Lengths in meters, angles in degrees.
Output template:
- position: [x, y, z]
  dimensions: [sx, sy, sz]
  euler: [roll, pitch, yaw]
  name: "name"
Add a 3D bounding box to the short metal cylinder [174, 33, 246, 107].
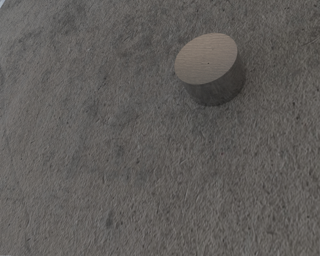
- position: [0.065, -0.075, 0.400]
  dimensions: [0.080, 0.050, 0.080]
  euler: [-13, 56, 21]
  name: "short metal cylinder"
